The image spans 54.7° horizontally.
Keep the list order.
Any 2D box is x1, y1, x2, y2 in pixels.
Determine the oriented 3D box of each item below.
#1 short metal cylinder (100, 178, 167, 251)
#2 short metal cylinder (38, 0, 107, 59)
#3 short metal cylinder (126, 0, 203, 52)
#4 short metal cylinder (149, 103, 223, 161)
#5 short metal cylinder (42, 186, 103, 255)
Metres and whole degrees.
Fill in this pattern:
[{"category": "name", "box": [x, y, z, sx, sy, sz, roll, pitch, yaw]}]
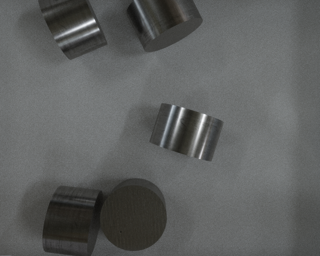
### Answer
[{"category": "short metal cylinder", "box": [-0.032, 0.109, 0.399, 0.081, 0.050, 0.079, 0, 90, -1]}, {"category": "short metal cylinder", "box": [-0.105, -0.131, 0.382, 0.050, 0.080, 0.080, -23, 90, 0]}, {"category": "short metal cylinder", "box": [0.006, -0.136, 0.384, 0.080, 0.080, 0.050, -27, 90, 0]}, {"category": "short metal cylinder", "box": [0.033, 0.005, 0.384, 0.080, 0.080, 0.050, 17, 90, -1]}, {"category": "short metal cylinder", "box": [-0.104, 0.114, 0.383, 0.050, 0.080, 0.080, 8, 90, 0]}]
